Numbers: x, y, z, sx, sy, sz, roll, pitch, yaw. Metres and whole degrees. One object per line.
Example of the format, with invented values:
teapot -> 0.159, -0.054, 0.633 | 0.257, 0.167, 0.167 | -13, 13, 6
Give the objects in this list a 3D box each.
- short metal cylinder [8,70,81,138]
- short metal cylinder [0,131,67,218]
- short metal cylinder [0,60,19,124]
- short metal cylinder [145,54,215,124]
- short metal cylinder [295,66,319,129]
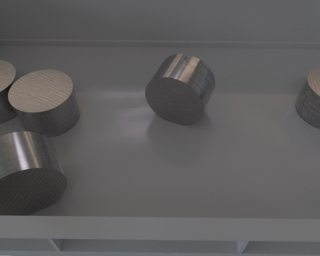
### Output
short metal cylinder -> -0.152, -0.033, 0.416 | 0.080, 0.050, 0.080 | 0, 50, 0
short metal cylinder -> -0.146, 0.050, 0.327 | 0.081, 0.080, 0.050 | -21, 53, -17
short metal cylinder -> -0.233, -0.050, 0.430 | 0.080, 0.050, 0.080 | 0, 50, 0
short metal cylinder -> 0.027, -0.051, 0.412 | 0.080, 0.080, 0.050 | 18, 53, 14
short metal cylinder -> 0.236, -0.042, 0.425 | 0.080, 0.050, 0.080 | 0, 50, 0
